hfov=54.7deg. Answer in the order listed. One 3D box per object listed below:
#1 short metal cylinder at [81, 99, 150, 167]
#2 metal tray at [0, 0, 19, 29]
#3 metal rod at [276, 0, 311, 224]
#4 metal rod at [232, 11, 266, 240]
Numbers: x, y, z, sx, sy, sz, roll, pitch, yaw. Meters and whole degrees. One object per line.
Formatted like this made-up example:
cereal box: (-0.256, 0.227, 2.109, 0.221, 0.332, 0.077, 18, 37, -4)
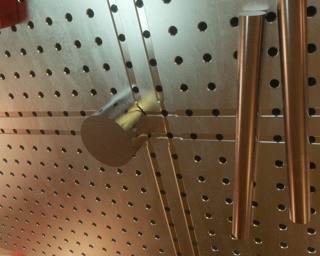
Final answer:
short metal cylinder: (-0.061, 0.007, 0.430, 0.080, 0.050, 0.079, 13, 124, 20)
metal tray: (-0.257, -0.198, 0.418, 0.130, 0.030, 0.089, 22, 127, 14)
metal rod: (0.142, -0.020, 0.323, 0.025, 0.025, 0.298, 0, 119, 28)
metal rod: (0.102, 0.020, 0.368, 0.025, 0.025, 0.298, 8, 122, 24)
